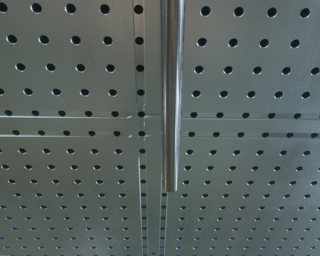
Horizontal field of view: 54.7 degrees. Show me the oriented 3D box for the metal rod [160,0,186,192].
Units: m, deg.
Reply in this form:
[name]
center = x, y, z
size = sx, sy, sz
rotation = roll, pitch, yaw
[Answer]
[metal rod]
center = 0.015, -0.021, 0.393
size = 0.025, 0.025, 0.298
rotation = -1, 130, 0
